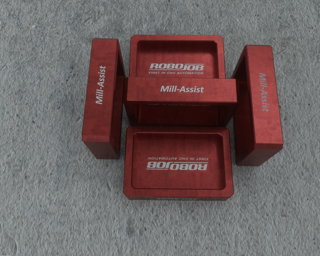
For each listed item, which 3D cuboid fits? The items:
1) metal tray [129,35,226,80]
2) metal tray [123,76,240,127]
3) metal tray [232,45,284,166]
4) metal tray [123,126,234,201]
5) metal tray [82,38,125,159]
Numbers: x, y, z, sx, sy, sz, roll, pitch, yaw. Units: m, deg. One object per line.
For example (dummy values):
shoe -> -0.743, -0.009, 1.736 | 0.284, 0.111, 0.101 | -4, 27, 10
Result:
metal tray -> 0.024, -0.085, 0.438 | 0.131, 0.030, 0.090 | 0, 73, 0
metal tray -> 0.025, -0.029, 0.387 | 0.131, 0.090, 0.030 | 1, 72, 0
metal tray -> 0.115, -0.025, 0.384 | 0.030, 0.090, 0.130 | 1, 70, 1
metal tray -> 0.022, 0.044, 0.392 | 0.131, 0.030, 0.090 | 1, 69, 0
metal tray -> -0.066, -0.033, 0.387 | 0.030, 0.090, 0.130 | 1, 71, 0
